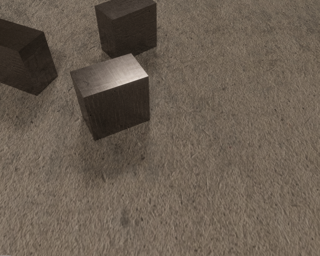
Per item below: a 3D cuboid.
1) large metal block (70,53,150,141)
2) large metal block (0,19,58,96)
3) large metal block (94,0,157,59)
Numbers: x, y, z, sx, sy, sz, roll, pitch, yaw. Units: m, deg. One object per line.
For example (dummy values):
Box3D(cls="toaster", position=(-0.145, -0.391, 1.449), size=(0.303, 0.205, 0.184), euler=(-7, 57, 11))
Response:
Box3D(cls="large metal block", position=(-0.061, -0.039, 0.400), size=(0.081, 0.080, 0.050), euler=(-22, 54, -18))
Box3D(cls="large metal block", position=(-0.207, -0.103, 0.451), size=(0.080, 0.080, 0.050), euler=(20, 53, 15))
Box3D(cls="large metal block", position=(-0.053, -0.164, 0.505), size=(0.081, 0.080, 0.050), euler=(-31, 57, -24))
